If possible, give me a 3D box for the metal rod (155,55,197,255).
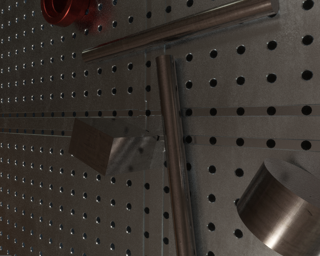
[{"bbox_3d":[0.022,0.057,0.389,0.025,0.025,0.298,-10,84,39],"label":"metal rod"}]

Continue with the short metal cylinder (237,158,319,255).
[{"bbox_3d":[0.117,0.070,0.276,0.080,0.081,0.050,38,114,33],"label":"short metal cylinder"}]

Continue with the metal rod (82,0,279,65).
[{"bbox_3d":[0.000,-0.122,0.407,0.300,0.025,0.025,-3,88,39],"label":"metal rod"}]

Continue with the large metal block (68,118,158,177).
[{"bbox_3d":[-0.064,0.022,0.424,0.080,0.081,0.050,23,105,37],"label":"large metal block"}]

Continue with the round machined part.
[{"bbox_3d":[-0.157,-0.220,0.525,0.098,0.042,0.097,0,90,39],"label":"round machined part"}]
